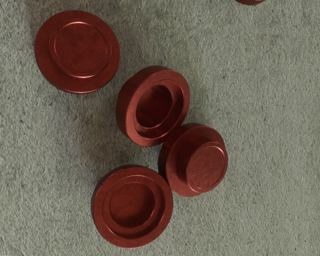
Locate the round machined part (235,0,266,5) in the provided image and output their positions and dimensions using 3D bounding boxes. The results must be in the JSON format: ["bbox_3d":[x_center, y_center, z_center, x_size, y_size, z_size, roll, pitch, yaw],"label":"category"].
[{"bbox_3d":[0.124,-0.225,0.445,0.099,0.042,0.097,0,90,-20],"label":"round machined part"}]

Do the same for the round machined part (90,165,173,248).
[{"bbox_3d":[-0.037,0.094,0.386,0.099,0.042,0.097,0,90,-20],"label":"round machined part"}]

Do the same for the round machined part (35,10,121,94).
[{"bbox_3d":[-0.095,-0.090,0.365,0.099,0.042,0.097,0,90,-20],"label":"round machined part"}]

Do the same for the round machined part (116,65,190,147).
[{"bbox_3d":[-0.013,-0.030,0.380,0.099,0.042,0.097,-23,128,-32],"label":"round machined part"}]

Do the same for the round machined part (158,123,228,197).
[{"bbox_3d":[0.050,0.045,0.403,0.099,0.042,0.097,-10,108,-30],"label":"round machined part"}]
